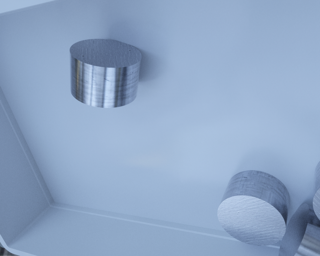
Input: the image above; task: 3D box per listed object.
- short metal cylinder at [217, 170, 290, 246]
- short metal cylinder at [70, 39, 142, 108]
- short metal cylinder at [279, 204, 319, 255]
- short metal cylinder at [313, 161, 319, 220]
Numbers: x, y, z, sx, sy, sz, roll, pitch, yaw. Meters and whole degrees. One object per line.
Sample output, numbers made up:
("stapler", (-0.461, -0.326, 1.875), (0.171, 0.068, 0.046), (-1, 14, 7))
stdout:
("short metal cylinder", (0.119, 0.101, 0.392), (0.080, 0.050, 0.079), (13, 124, 21))
("short metal cylinder", (-0.064, -0.066, 0.366), (0.080, 0.080, 0.050), (22, 127, 15))
("short metal cylinder", (0.181, 0.136, 0.362), (0.050, 0.080, 0.079), (24, 127, 13))
("short metal cylinder", (0.206, 0.068, 0.326), (0.080, 0.050, 0.079), (13, 124, 21))
